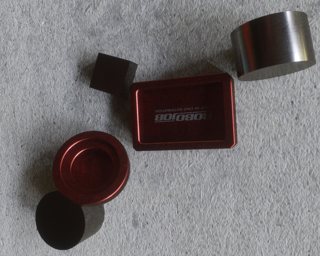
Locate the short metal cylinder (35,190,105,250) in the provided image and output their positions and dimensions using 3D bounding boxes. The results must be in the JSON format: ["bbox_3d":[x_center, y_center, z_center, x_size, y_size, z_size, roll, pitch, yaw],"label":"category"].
[{"bbox_3d":[-0.127,0.124,0.440,0.080,0.050,0.080,0,90,20],"label":"short metal cylinder"}]

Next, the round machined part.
[{"bbox_3d":[-0.089,0.056,0.417,0.099,0.042,0.098,0,67,1],"label":"round machined part"}]

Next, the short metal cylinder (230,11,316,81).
[{"bbox_3d":[0.121,-0.085,0.337,0.080,0.080,0.050,-10,87,19],"label":"short metal cylinder"}]

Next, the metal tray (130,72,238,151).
[{"bbox_3d":[0.029,-0.018,0.396,0.130,0.030,0.089,-3,89,19],"label":"metal tray"}]

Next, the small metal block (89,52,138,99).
[{"bbox_3d":[-0.065,-0.073,0.432,0.050,0.025,0.050,19,96,19],"label":"small metal block"}]
